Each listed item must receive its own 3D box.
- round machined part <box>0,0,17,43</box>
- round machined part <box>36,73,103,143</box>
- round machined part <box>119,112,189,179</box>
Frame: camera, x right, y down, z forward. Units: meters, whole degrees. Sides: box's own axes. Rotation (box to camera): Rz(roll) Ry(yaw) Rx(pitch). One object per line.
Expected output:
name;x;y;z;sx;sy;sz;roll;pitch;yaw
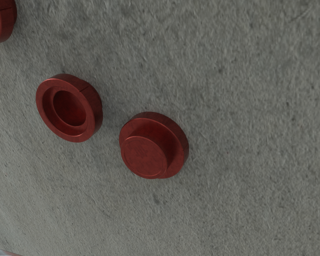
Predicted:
round machined part;-0.234;-0.163;0.416;0.098;0.042;0.097;13;124;20
round machined part;-0.122;-0.031;0.439;0.098;0.042;0.097;13;124;20
round machined part;-0.014;0.030;0.420;0.098;0.042;0.097;13;124;20
